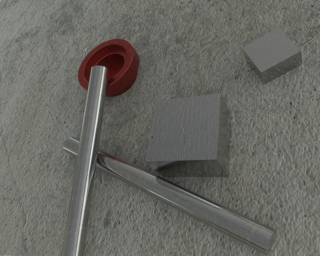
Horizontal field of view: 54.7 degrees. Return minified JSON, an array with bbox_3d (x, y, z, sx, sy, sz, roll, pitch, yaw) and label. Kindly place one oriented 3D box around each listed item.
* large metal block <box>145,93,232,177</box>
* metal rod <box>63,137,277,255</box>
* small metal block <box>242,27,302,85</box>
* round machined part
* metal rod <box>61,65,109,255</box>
[{"bbox_3d":[0.036,0.011,0.361,0.080,0.050,0.080,-5,60,25],"label":"large metal block"},{"bbox_3d":[-0.014,0.065,0.370,0.300,0.025,0.025,19,72,35],"label":"metal rod"},{"bbox_3d":[0.139,-0.090,0.386,0.050,0.025,0.050,-29,52,9],"label":"small metal block"},{"bbox_3d":[-0.075,-0.088,0.485,0.098,0.042,0.098,-13,56,20],"label":"round machined part"},{"bbox_3d":[-0.094,0.058,0.387,0.025,0.025,0.299,-6,68,25],"label":"metal rod"}]
